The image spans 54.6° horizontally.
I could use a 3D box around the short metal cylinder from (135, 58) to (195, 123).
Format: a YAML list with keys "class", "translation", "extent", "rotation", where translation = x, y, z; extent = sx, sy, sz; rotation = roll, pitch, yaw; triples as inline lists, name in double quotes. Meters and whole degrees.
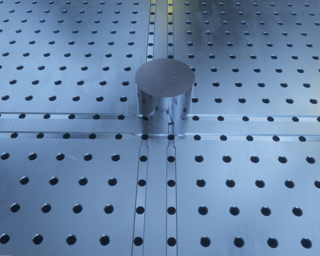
- class: "short metal cylinder"
  translation: [0.007, -0.053, 0.436]
  extent: [0.080, 0.050, 0.080]
  rotation: [0, 50, 0]
